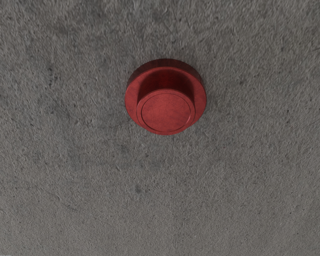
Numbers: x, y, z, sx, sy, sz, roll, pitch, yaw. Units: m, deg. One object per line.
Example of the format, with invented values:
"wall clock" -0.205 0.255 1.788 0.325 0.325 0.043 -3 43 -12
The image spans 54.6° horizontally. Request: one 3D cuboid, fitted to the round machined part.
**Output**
"round machined part" 0.007 -0.029 0.371 0.099 0.042 0.097 0 130 0
